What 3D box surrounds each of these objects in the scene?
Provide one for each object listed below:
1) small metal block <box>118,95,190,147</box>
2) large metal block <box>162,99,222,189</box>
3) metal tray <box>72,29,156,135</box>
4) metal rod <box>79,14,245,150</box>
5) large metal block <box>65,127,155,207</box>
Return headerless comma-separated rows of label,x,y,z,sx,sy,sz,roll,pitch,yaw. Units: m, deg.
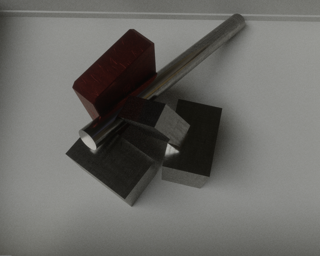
small metal block,-0.005,-0.007,0.319,0.050,0.050,0.025,17,77,39
large metal block,0.036,0.022,0.372,0.050,0.080,0.080,13,71,4
metal tray,-0.045,-0.044,0.367,0.030,0.130,0.090,38,75,13
metal rod,0.022,-0.074,0.388,0.025,0.025,0.302,40,57,13
large metal block,-0.053,0.044,0.364,0.080,0.080,0.050,35,74,11
